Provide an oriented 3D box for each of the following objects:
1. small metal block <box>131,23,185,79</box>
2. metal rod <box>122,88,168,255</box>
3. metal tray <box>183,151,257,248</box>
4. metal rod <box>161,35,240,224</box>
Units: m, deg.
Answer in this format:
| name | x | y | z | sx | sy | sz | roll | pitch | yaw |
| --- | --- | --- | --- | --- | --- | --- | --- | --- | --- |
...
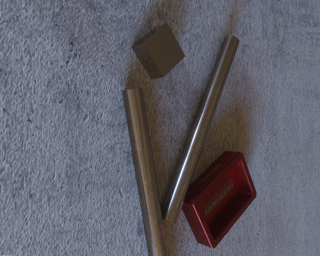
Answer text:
| name | x | y | z | sx | sy | sz | roll | pitch | yaw |
| --- | --- | --- | --- | --- | --- | --- | --- | --- | --- |
| small metal block | -0.001 | -0.100 | 0.404 | 0.050 | 0.025 | 0.050 | -48 | 119 | -29 |
| metal rod | -0.012 | 0.099 | 0.394 | 0.025 | 0.025 | 0.298 | -14 | 99 | -39 |
| metal tray | 0.094 | 0.106 | 0.480 | 0.131 | 0.030 | 0.090 | -37 | 113 | -34 |
| metal rod | 0.063 | -0.009 | 0.457 | 0.025 | 0.025 | 0.299 | 34 | 69 | -35 |
